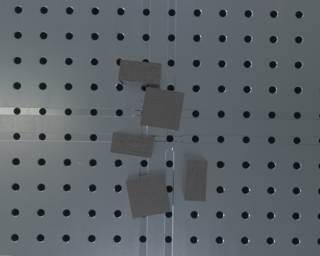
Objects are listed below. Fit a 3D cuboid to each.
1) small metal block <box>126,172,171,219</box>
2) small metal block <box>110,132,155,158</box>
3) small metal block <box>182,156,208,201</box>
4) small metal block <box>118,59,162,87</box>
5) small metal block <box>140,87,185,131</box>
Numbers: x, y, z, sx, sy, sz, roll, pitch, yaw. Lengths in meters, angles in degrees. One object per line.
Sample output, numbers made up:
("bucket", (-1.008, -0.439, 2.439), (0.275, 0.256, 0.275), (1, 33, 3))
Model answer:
("small metal block", (-0.015, 0.088, 0.413), (0.050, 0.025, 0.050), (-11, 90, 0))
("small metal block", (-0.034, 0.021, 0.401), (0.050, 0.050, 0.025), (8, 90, 0))
("small metal block", (0.044, 0.064, 0.401), (0.025, 0.050, 0.050), (3, 90, 0))
("small metal block", (-0.024, -0.068, 0.401), (0.050, 0.050, 0.025), (6, 90, 0))
("small metal block", (0.003, -0.025, 0.413), (0.050, 0.025, 0.050), (9, 90, 0))
